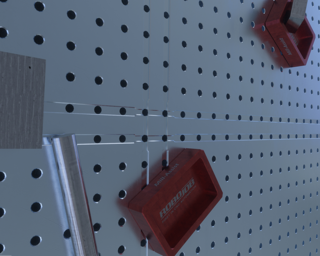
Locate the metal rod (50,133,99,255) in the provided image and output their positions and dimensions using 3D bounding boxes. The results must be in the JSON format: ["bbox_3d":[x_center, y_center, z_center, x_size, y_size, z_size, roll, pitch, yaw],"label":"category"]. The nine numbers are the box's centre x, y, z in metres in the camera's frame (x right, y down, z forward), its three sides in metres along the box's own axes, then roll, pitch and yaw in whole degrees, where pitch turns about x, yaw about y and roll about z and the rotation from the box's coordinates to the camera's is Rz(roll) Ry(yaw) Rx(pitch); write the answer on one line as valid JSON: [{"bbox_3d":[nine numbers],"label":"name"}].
[{"bbox_3d":[-0.079,0.154,0.344,0.025,0.025,0.298,-15,100,-39],"label":"metal rod"}]

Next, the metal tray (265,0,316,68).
[{"bbox_3d":[0.271,-0.200,0.636,0.130,0.030,0.090,42,65,-32],"label":"metal tray"}]

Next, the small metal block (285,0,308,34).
[{"bbox_3d":[0.259,-0.219,0.595,0.050,0.025,0.050,71,34,-75],"label":"small metal block"}]

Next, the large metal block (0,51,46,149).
[{"bbox_3d":[-0.150,-0.023,0.268,0.081,0.050,0.080,3,88,-40],"label":"large metal block"}]

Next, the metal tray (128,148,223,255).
[{"bbox_3d":[0.028,0.100,0.431,0.131,0.030,0.090,-40,115,-33],"label":"metal tray"}]
